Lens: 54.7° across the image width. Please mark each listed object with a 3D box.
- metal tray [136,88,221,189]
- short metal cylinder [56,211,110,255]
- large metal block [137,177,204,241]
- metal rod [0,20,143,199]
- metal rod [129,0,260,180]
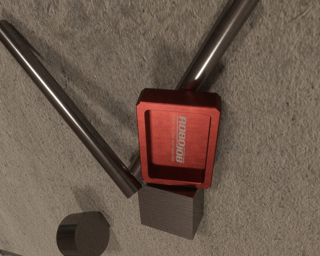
[{"bbox_3d":[0.022,0.017,0.376,0.090,0.030,0.129,5,130,7],"label":"metal tray"},{"bbox_3d":[-0.138,0.194,0.562,0.050,0.080,0.080,-16,110,34],"label":"short metal cylinder"},{"bbox_3d":[0.017,0.104,0.445,0.080,0.050,0.079,11,123,22],"label":"large metal block"},{"bbox_3d":[-0.129,-0.029,0.422,0.300,0.025,0.025,50,129,5],"label":"metal rod"},{"bbox_3d":[0.021,-0.027,0.377,0.025,0.025,0.298,35,129,4],"label":"metal rod"}]
